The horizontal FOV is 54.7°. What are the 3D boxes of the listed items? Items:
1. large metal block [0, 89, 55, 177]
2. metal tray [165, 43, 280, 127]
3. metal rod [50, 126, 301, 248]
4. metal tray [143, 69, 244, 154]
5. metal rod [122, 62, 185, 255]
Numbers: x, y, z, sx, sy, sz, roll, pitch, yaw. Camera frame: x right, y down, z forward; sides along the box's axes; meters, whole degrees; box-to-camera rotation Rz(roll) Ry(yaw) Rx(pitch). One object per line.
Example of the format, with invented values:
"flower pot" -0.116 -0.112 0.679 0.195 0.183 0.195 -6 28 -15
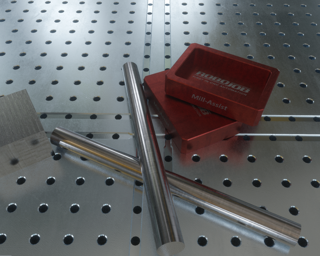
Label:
"large metal block" -0.188 0.007 0.383 0.081 0.050 0.080 -24 54 -19
"metal tray" 0.083 -0.063 0.418 0.130 0.030 0.090 23 52 16
"metal rod" 0.004 0.060 0.357 0.301 0.025 0.025 20 53 16
"metal tray" 0.043 -0.034 0.433 0.091 0.030 0.130 -19 53 -16
"metal rod" -0.019 0.006 0.376 0.025 0.025 0.300 -8 43 -7
